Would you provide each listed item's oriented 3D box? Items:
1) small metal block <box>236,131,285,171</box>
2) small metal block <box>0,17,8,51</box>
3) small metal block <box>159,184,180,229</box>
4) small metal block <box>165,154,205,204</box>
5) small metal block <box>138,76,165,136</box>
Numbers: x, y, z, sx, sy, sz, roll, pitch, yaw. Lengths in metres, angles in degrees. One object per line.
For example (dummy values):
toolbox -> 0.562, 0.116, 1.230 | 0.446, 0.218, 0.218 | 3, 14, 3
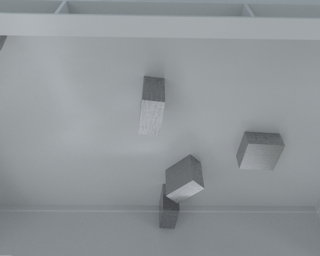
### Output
small metal block -> 0.141, 0.033, 0.438 | 0.050, 0.025, 0.050 | 3, 130, -3
small metal block -> -0.189, -0.106, 0.308 | 0.050, 0.025, 0.050 | 4, 147, -4
small metal block -> 0.014, 0.127, 0.500 | 0.025, 0.050, 0.050 | 5, 130, -5
small metal block -> 0.035, 0.075, 0.457 | 0.050, 0.050, 0.025 | -36, 122, 26
small metal block -> -0.010, -0.026, 0.370 | 0.025, 0.050, 0.050 | 6, 130, -5
